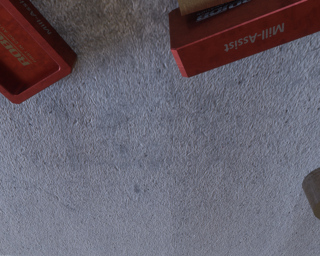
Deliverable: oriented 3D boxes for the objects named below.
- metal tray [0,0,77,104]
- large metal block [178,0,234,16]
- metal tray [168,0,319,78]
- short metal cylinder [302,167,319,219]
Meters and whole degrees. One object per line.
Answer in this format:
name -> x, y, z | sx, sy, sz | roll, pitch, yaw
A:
metal tray -> -0.164, -0.094, 0.321 | 0.090, 0.030, 0.130 | -25, 126, 20
large metal block -> 0.046, -0.153, 0.261 | 0.080, 0.050, 0.080 | -13, 129, 11
metal tray -> 0.074, -0.100, 0.279 | 0.130, 0.090, 0.030 | -18, 128, 14
short metal cylinder -> 0.271, 0.101, 0.480 | 0.081, 0.050, 0.079 | 0, 130, 0
